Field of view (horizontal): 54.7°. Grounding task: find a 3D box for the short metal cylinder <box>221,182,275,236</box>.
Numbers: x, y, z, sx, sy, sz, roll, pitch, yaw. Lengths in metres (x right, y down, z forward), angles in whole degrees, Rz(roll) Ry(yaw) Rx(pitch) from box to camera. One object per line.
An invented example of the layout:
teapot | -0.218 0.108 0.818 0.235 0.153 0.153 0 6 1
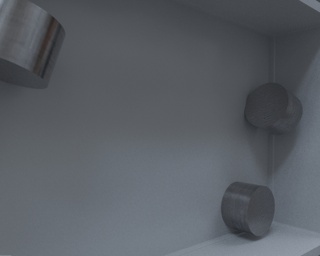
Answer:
short metal cylinder | 0.148 0.133 0.518 0.081 0.050 0.079 0 90 -40

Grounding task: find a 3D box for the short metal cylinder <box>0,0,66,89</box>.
short metal cylinder | -0.128 -0.072 0.264 0.080 0.080 0.050 23 75 -38

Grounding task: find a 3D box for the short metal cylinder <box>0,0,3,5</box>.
short metal cylinder | -0.159 -0.137 0.238 0.080 0.080 0.050 18 79 -39

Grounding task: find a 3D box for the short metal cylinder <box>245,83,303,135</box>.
short metal cylinder | 0.197 -0.033 0.539 0.050 0.080 0.080 22 76 -38
